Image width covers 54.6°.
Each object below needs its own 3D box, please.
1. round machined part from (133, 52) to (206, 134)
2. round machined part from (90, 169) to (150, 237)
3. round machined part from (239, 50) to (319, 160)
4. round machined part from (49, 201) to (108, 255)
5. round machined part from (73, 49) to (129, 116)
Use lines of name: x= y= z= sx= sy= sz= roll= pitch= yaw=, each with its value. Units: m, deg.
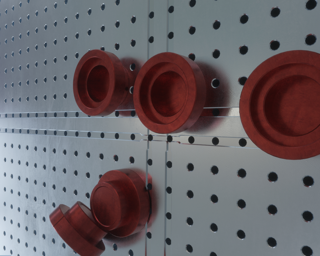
round machined part: x=0.016 y=-0.042 z=0.386 sx=0.098 sy=0.042 sz=0.097 roll=0 pitch=90 yaw=40
round machined part: x=-0.065 y=0.110 z=0.453 sx=0.098 sy=0.042 sz=0.097 roll=0 pitch=90 yaw=40
round machined part: x=0.129 y=-0.020 z=0.292 sx=0.098 sy=0.042 sz=0.097 roll=0 pitch=90 yaw=40
round machined part: x=-0.117 y=0.150 z=0.473 sx=0.042 sy=0.098 sz=0.098 roll=-45 pitch=56 yaw=-11
round machined part: x=-0.086 y=-0.066 z=0.470 sx=0.098 sy=0.042 sz=0.097 roll=0 pitch=90 yaw=40
